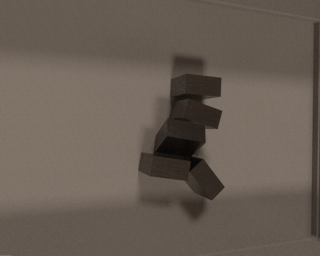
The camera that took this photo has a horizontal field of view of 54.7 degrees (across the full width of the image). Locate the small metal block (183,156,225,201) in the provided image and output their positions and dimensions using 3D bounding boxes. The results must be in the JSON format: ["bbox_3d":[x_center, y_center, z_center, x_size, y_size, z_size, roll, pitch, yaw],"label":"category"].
[{"bbox_3d":[0.052,0.066,0.418,0.025,0.050,0.050,-42,104,-16],"label":"small metal block"}]

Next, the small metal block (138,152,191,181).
[{"bbox_3d":[0.005,0.049,0.400,0.050,0.050,0.025,11,87,-20],"label":"small metal block"}]

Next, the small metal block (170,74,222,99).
[{"bbox_3d":[0.047,-0.054,0.416,0.050,0.050,0.025,3,90,-20],"label":"small metal block"}]

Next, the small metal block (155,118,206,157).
[{"bbox_3d":[0.025,0.014,0.402,0.050,0.050,0.025,10,61,-14],"label":"small metal block"}]

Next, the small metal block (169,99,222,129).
[{"bbox_3d":[0.046,-0.018,0.416,0.050,0.050,0.025,17,84,-20],"label":"small metal block"}]
